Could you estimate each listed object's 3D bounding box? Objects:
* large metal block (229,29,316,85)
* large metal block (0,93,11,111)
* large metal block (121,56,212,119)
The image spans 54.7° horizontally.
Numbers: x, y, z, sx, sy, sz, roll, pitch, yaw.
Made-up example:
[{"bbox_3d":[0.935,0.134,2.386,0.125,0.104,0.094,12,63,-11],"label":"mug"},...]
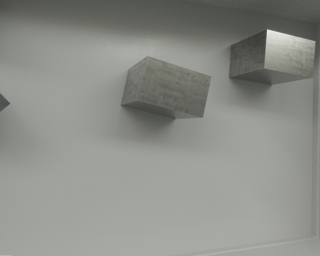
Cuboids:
[{"bbox_3d":[0.157,-0.096,0.441,0.081,0.080,0.050,6,88,-20],"label":"large metal block"},{"bbox_3d":[-0.201,-0.046,0.292,0.050,0.080,0.080,-45,133,-15],"label":"large metal block"},{"bbox_3d":[0.004,-0.045,0.384,0.081,0.080,0.050,14,86,-20],"label":"large metal block"}]
